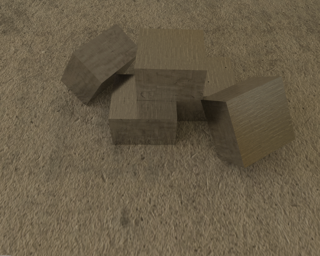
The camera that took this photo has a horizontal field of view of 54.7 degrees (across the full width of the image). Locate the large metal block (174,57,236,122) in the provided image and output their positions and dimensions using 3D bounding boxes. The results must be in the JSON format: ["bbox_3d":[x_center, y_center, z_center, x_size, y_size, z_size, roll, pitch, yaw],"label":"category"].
[{"bbox_3d":[0.060,-0.055,0.436,0.081,0.050,0.080,0,50,0],"label":"large metal block"}]

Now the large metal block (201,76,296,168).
[{"bbox_3d":[0.106,-0.010,0.370,0.081,0.080,0.050,-25,17,-20],"label":"large metal block"}]

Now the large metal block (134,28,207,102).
[{"bbox_3d":[0.013,-0.080,0.388,0.081,0.050,0.080,2,50,1],"label":"large metal block"}]

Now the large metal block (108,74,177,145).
[{"bbox_3d":[-0.020,-0.025,0.407,0.081,0.050,0.080,0,50,0],"label":"large metal block"}]

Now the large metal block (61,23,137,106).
[{"bbox_3d":[-0.083,-0.086,0.431,0.050,0.080,0.080,47,58,-6],"label":"large metal block"}]
